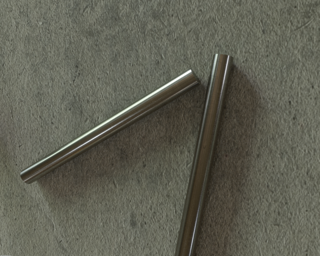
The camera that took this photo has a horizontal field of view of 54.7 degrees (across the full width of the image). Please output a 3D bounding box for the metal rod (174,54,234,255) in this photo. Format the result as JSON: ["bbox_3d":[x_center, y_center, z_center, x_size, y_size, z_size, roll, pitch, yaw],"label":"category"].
[{"bbox_3d":[0.051,0.058,0.390,0.025,0.025,0.298,12,94,19],"label":"metal rod"}]

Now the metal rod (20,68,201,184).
[{"bbox_3d":[-0.080,0.005,0.435,0.300,0.025,0.025,-29,81,17],"label":"metal rod"}]
